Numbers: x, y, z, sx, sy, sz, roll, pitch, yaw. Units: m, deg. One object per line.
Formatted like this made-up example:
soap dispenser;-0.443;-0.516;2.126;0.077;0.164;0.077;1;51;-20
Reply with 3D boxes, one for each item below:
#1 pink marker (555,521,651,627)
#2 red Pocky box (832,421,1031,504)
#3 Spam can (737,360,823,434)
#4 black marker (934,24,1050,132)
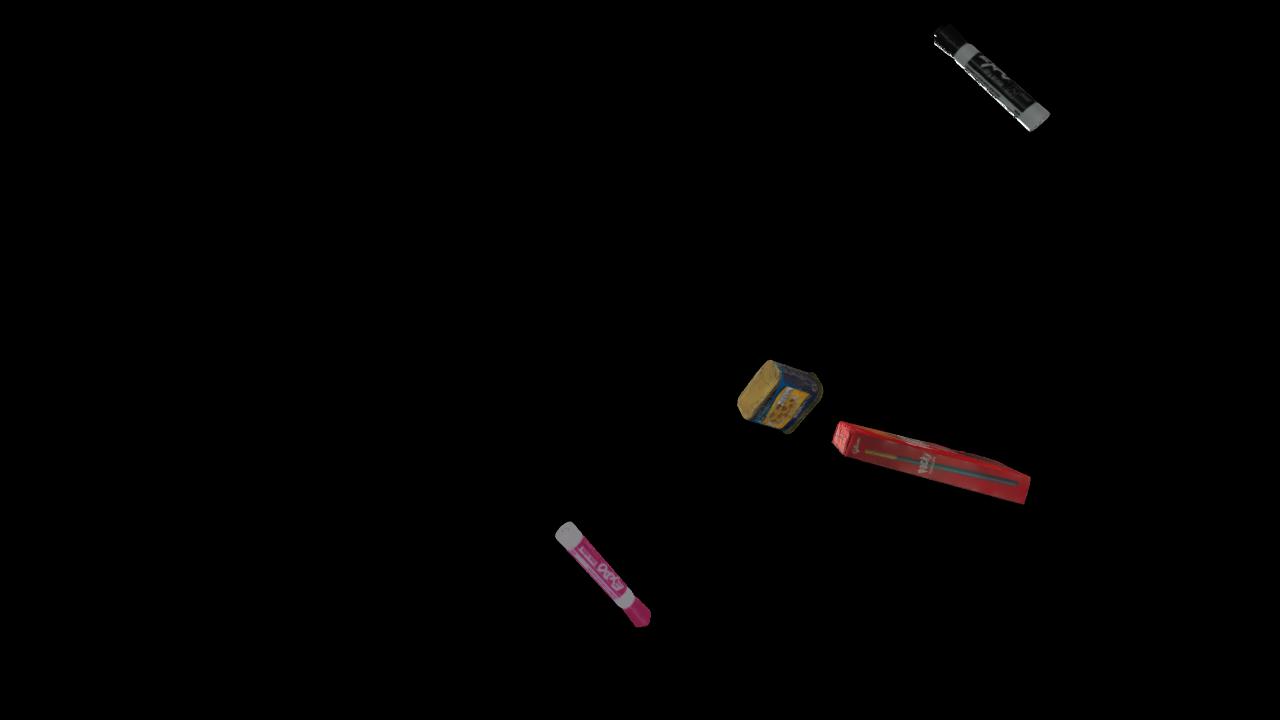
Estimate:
pink marker;-0.029;0.188;0.532;0.020;0.121;0.020;-34;16;11
red Pocky box;0.263;0.092;0.571;0.155;0.028;0.083;14;4;10
Spam can;0.210;0.056;0.929;0.085;0.101;0.058;17;32;-25
black marker;0.296;-0.243;0.524;0.020;0.121;0.020;-35;-15;-10
